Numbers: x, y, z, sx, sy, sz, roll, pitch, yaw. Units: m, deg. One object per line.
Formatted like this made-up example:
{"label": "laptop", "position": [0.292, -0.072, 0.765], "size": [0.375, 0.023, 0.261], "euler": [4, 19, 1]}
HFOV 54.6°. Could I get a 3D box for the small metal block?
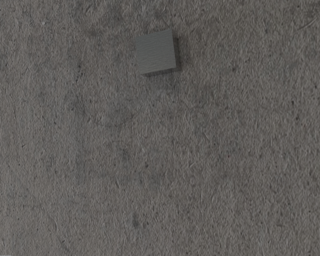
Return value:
{"label": "small metal block", "position": [-0.002, -0.098, 0.410], "size": [0.050, 0.025, 0.050], "euler": [-8, 87, 20]}
